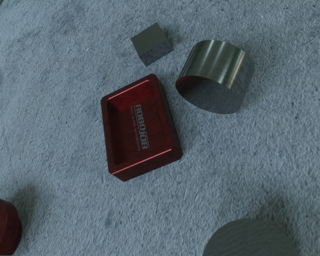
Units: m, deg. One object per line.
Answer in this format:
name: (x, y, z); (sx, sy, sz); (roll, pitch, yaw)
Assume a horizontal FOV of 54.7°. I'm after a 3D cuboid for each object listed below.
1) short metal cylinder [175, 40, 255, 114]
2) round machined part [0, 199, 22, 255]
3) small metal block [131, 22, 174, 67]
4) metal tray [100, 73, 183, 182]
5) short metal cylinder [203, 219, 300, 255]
short metal cylinder: (0.065, -0.059, 0.370); (0.080, 0.080, 0.050); (13, 69, 33)
round machined part: (-0.231, 0.148, 0.423); (0.098, 0.042, 0.098); (-13, 56, 21)
small metal block: (-0.013, -0.133, 0.493); (0.050, 0.025, 0.050); (-30, 52, 9)
metal tray: (-0.029, -0.004, 0.417); (0.090, 0.030, 0.130); (-24, 53, 13)
short metal cylinder: (0.082, 0.125, 0.268); (0.080, 0.050, 0.080); (-13, 56, 21)
